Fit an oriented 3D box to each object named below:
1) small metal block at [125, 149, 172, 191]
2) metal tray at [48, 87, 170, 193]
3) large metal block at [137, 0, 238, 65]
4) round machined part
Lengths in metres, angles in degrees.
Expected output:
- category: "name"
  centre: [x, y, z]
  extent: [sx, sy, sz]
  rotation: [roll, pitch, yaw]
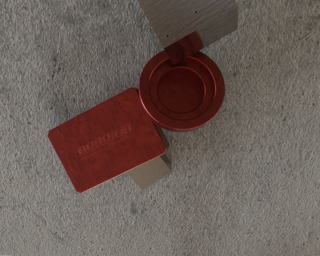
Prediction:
- category: "small metal block"
  centre: [-0.019, 0.050, 0.428]
  extent: [0.050, 0.025, 0.050]
  rotation: [-34, 107, 11]
- category: "metal tray"
  centre: [-0.065, 0.016, 0.397]
  extent: [0.130, 0.030, 0.090]
  rotation: [-27, 91, 10]
- category: "large metal block"
  centre: [0.027, -0.128, 0.331]
  extent: [0.080, 0.050, 0.080]
  rotation: [-28, 77, 8]
- category: "round machined part"
  centre: [0.024, -0.043, 0.371]
  extent: [0.099, 0.042, 0.097]
  rotation: [1, 80, -4]
